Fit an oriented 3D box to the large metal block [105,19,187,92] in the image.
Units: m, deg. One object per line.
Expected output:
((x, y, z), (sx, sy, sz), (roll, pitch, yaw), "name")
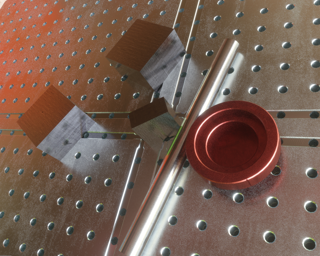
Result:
((-0.021, -0.112, 0.472), (0.080, 0.050, 0.080), (29, 78, 37), "large metal block")

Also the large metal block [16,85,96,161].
((-0.162, -0.009, 0.483), (0.080, 0.050, 0.080), (-49, 52, -6), "large metal block")

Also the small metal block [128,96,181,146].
((-0.005, -0.007, 0.399), (0.050, 0.050, 0.025), (-25, 53, 13), "small metal block")

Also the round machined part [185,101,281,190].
((0.081, 0.022, 0.341), (0.098, 0.042, 0.098), (-13, 56, 21), "round machined part")

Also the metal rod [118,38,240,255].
((0.032, 0.012, 0.383), (0.025, 0.025, 0.300), (16, 70, 34), "metal rod")
